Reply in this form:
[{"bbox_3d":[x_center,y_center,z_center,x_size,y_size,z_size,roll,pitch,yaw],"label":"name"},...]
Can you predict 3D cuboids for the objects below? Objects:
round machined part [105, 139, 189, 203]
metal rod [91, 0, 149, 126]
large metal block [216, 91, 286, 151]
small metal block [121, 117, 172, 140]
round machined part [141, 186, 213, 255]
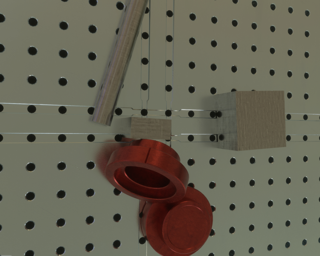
[{"bbox_3d":[-0.013,0.050,0.376,0.098,0.098,0.042,31,51,-18],"label":"round machined part"},{"bbox_3d":[-0.033,-0.148,0.400,0.025,0.025,0.299,18,84,-19],"label":"metal rod"},{"bbox_3d":[0.131,-0.011,0.448,0.081,0.050,0.079,-3,91,-20],"label":"large metal block"},{"bbox_3d":[-0.019,0.001,0.392,0.050,0.050,0.025,3,89,-20],"label":"small metal block"},{"bbox_3d":[0.028,0.127,0.414,0.099,0.042,0.097,0,90,-20],"label":"round machined part"}]
